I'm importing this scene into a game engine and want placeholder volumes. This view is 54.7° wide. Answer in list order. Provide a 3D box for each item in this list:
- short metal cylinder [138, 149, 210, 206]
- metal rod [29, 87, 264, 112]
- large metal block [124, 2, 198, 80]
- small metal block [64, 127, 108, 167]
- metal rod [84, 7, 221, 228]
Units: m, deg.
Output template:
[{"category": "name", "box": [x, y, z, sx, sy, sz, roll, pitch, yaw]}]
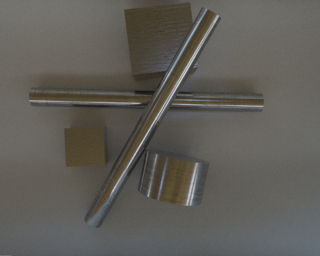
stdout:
[{"category": "short metal cylinder", "box": [0.017, 0.059, 0.384, 0.080, 0.080, 0.050, 12, 90, -1]}, {"category": "metal rod", "box": [-0.017, -0.037, 0.411, 0.302, 0.025, 0.025, 1, 90, -1]}, {"category": "large metal block", "box": [0.001, -0.108, 0.399, 0.081, 0.050, 0.079, -7, 90, -1]}, {"category": "small metal block", "box": [-0.097, 0.024, 0.410, 0.050, 0.025, 0.050, -2, 90, -1]}, {"category": "metal rod", "box": [-0.016, -0.002, 0.378, 0.025, 0.025, 0.298, 30, 103, -1]}]
